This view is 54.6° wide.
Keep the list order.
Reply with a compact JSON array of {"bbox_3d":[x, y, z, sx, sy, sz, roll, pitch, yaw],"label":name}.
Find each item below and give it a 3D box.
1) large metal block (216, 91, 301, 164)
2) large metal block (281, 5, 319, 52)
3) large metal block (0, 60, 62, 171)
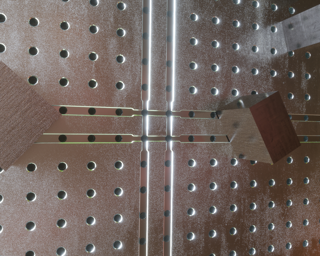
[{"bbox_3d":[0.134,-0.001,0.432,0.050,0.080,0.080,-29,100,-18],"label":"large metal block"},{"bbox_3d":[0.251,-0.156,0.475,0.081,0.080,0.050,-15,95,-19],"label":"large metal block"},{"bbox_3d":[-0.167,-0.012,0.338,0.080,0.050,0.080,45,76,-15],"label":"large metal block"}]
